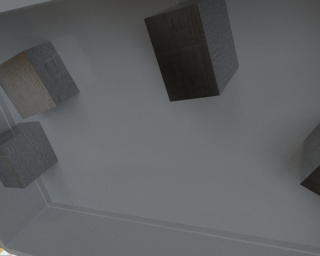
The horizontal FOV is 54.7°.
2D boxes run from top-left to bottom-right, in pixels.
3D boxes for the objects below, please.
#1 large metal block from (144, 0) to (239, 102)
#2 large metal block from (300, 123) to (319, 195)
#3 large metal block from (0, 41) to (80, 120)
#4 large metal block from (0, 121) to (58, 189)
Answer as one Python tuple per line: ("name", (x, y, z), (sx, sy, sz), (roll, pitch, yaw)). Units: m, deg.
("large metal block", (0.036, -0.081, 0.303), (0.050, 0.080, 0.080), (-5, 116, 30))
("large metal block", (0.188, 0.035, 0.296), (0.080, 0.080, 0.050), (31, 128, 8))
("large metal block", (-0.177, -0.067, 0.442), (0.080, 0.050, 0.080), (-15, 111, 33))
("large metal block", (-0.231, 0.043, 0.519), (0.050, 0.080, 0.080), (-3, 117, 29))
